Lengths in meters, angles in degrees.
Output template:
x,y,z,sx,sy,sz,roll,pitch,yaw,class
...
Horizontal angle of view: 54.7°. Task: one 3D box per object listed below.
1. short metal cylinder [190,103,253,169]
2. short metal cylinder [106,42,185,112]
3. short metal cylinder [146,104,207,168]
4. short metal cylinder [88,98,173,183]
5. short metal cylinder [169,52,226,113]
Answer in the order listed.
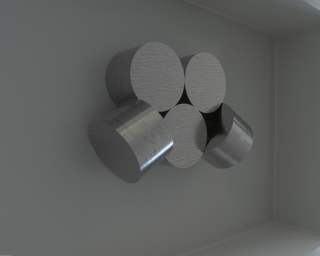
x,y,z,sx,sy,sz,roll,pitch,yaw,class
0.082,0.011,0.437,0.050,0.080,0.080,37,68,-34,short metal cylinder
-0.017,-0.059,0.374,0.081,0.050,0.080,0,90,-40,short metal cylinder
0.015,0.010,0.401,0.081,0.050,0.080,0,90,-40,short metal cylinder
-0.033,0.014,0.341,0.050,0.080,0.080,-38,113,-34,short metal cylinder
0.045,-0.060,0.426,0.081,0.050,0.080,0,90,-40,short metal cylinder
